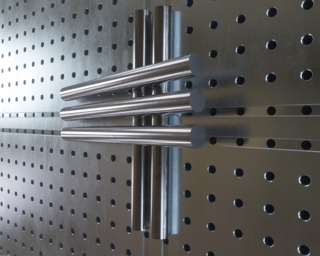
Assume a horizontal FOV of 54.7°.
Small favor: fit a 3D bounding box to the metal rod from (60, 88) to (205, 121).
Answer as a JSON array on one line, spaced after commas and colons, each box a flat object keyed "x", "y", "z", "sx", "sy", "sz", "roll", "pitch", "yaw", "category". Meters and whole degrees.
[{"x": -0.062, "y": -0.026, "z": 0.431, "sx": 0.300, "sy": 0.025, "sz": 0.025, "roll": -1, "pitch": 89, "yaw": 48, "category": "metal rod"}]

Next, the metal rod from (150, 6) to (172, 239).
[{"x": 0.001, "y": -0.007, "z": 0.407, "sx": 0.025, "sy": 0.025, "sz": 0.298, "roll": 1, "pitch": 91, "yaw": 39, "category": "metal rod"}]

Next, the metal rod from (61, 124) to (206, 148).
[{"x": -0.061, "y": 0.009, "z": 0.430, "sx": 0.300, "sy": 0.025, "sz": 0.025, "roll": 0, "pitch": 90, "yaw": 48, "category": "metal rod"}]

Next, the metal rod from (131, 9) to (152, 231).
[{"x": -0.026, "y": -0.010, "z": 0.429, "sx": 0.025, "sy": 0.025, "sz": 0.298, "roll": 1, "pitch": 91, "yaw": 39, "category": "metal rod"}]

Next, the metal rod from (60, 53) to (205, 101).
[{"x": -0.063, "y": -0.063, "z": 0.432, "sx": 0.300, "sy": 0.025, "sz": 0.025, "roll": -2, "pitch": 89, "yaw": 47, "category": "metal rod"}]
